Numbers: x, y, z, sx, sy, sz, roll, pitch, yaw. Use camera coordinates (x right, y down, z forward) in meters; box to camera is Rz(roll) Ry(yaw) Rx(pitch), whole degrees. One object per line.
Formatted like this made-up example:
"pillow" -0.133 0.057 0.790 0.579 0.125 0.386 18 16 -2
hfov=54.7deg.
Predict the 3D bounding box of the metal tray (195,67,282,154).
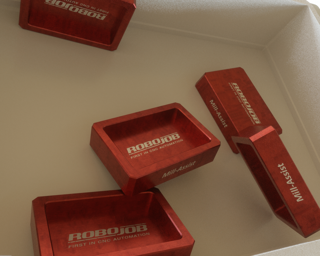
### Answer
"metal tray" 0.124 -0.032 0.488 0.091 0.030 0.130 -15 70 -34

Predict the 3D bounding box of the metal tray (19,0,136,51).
"metal tray" -0.107 -0.154 0.400 0.131 0.090 0.030 9 58 -24

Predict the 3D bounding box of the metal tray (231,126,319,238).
"metal tray" 0.143 0.060 0.387 0.030 0.090 0.130 -30 90 -1

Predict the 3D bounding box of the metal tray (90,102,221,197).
"metal tray" -0.004 0.018 0.368 0.131 0.030 0.090 -17 49 -35

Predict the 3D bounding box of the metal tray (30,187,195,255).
"metal tray" -0.046 0.097 0.287 0.131 0.030 0.090 1 25 -28
